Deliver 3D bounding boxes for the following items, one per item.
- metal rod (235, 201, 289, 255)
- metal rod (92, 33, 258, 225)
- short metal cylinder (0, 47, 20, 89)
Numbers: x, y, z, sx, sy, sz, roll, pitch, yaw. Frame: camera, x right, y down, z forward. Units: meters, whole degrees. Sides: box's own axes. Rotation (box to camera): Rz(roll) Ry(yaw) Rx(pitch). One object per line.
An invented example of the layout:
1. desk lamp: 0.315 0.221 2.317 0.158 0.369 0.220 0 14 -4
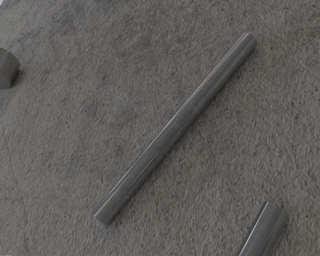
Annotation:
1. metal rod: 0.031 0.199 0.264 0.025 0.025 0.300 24 74 36
2. metal rod: 0.023 -0.004 0.394 0.025 0.025 0.300 34 81 38
3. short metal cylinder: -0.328 -0.120 0.614 0.080 0.080 0.050 -2 61 27
